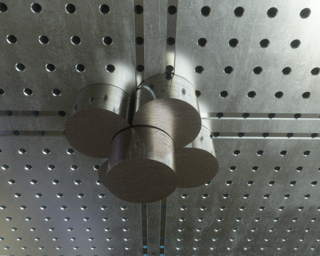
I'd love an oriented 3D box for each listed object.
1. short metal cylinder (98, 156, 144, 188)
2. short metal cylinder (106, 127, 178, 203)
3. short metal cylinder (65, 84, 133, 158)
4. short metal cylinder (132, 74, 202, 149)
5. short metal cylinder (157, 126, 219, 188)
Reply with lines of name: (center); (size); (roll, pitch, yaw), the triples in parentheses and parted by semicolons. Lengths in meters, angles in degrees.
short metal cylinder: (-0.043, 0.049, 0.435); (0.081, 0.050, 0.079); (0, 130, 0)
short metal cylinder: (-0.021, 0.045, 0.365); (0.081, 0.050, 0.079); (-1, 132, -1)
short metal cylinder: (-0.072, -0.008, 0.387); (0.081, 0.050, 0.079); (0, 130, 0)
short metal cylinder: (0.008, -0.018, 0.379); (0.081, 0.050, 0.079); (0, 130, 0)
short metal cylinder: (0.037, 0.038, 0.428); (0.081, 0.050, 0.079); (0, 130, 0)
